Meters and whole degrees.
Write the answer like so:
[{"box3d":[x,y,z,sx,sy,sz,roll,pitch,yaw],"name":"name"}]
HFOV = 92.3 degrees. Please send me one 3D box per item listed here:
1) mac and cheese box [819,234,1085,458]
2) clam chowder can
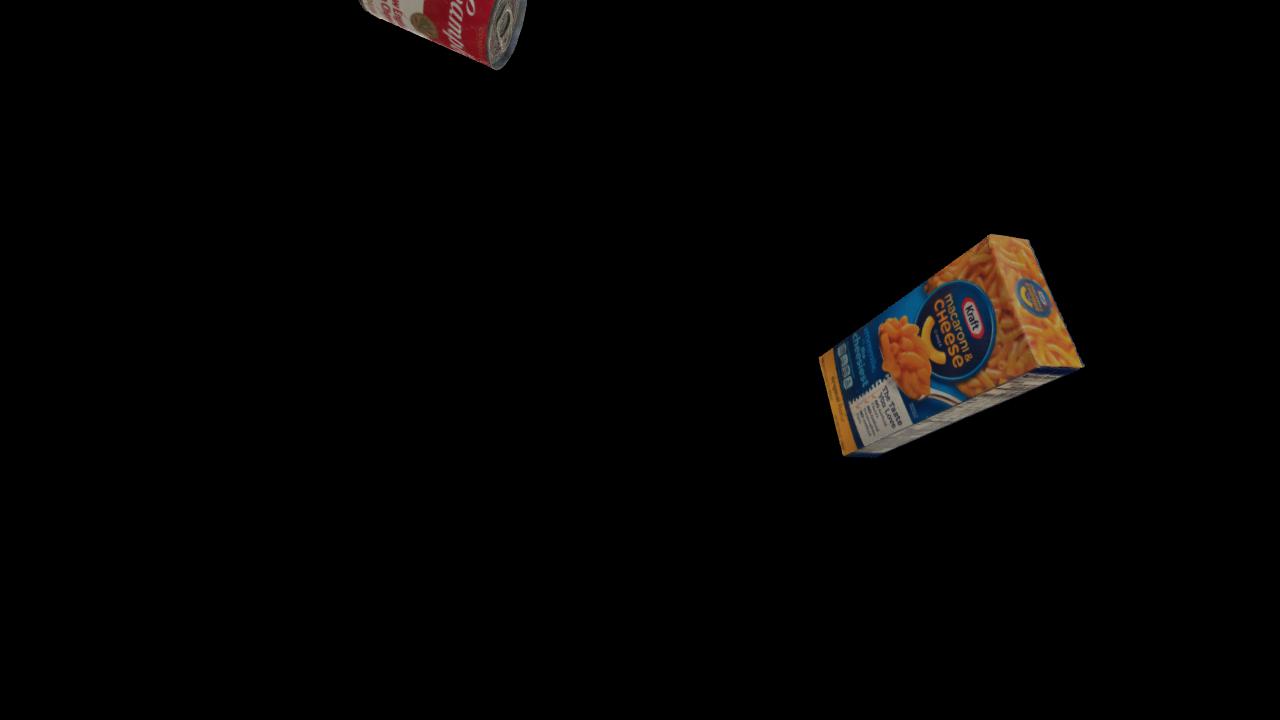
[{"box3d":[0.205,0.001,0.442,0.041,0.093,0.184,4,-26,-19],"name":"mac and cheese box"},{"box3d":[-0.141,-0.264,0.443,0.102,0.068,0.068,23,-2,-4],"name":"clam chowder can"}]
